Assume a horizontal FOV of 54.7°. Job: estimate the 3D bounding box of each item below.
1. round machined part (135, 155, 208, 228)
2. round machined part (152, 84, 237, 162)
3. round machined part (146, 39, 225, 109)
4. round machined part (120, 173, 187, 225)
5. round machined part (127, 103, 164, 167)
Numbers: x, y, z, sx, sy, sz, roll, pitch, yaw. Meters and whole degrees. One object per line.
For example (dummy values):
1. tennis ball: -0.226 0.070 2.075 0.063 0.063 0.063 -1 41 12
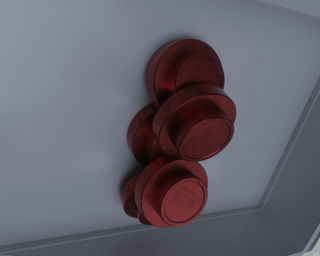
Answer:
1. round machined part: 0.021 0.084 0.393 0.099 0.042 0.097 -10 112 -26
2. round machined part: 0.044 0.001 0.354 0.099 0.042 0.097 -15 137 -15
3. round machined part: 0.037 -0.056 0.367 0.099 0.042 0.097 -7 106 -27
4. round machined part: -0.003 0.101 0.439 0.099 0.042 0.097 -15 139 -13
5. round machined part: 0.010 0.015 0.410 0.099 0.042 0.097 -14 123 -21
